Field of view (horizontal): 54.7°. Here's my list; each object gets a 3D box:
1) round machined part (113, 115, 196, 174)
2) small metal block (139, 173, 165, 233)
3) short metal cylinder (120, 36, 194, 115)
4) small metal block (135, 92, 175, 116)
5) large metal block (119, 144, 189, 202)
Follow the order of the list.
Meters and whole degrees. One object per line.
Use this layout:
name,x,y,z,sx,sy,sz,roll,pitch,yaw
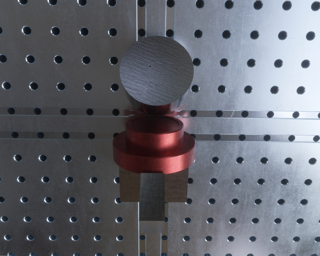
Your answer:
round machined part,-0.006,0.014,0.368,0.099,0.098,0.042,1,110,-1
small metal block,-0.008,0.082,0.333,0.025,0.050,0.050,1,148,-1
short metal cylinder,-0.004,-0.059,0.360,0.081,0.050,0.080,0,80,-1
small metal block,-0.007,-0.025,0.403,0.050,0.025,0.050,1,110,-1
large metal block,-0.008,0.052,0.402,0.081,0.080,0.050,1,110,-1
